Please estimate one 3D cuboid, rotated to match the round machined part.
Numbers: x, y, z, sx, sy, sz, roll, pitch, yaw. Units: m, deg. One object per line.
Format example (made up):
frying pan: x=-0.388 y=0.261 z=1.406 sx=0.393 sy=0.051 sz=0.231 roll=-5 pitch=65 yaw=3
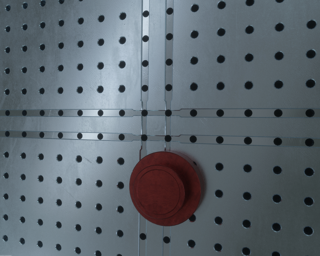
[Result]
round machined part: x=0.004 y=0.079 z=0.401 sx=0.098 sy=0.042 sz=0.097 roll=0 pitch=90 yaw=19
